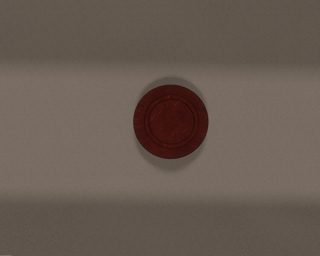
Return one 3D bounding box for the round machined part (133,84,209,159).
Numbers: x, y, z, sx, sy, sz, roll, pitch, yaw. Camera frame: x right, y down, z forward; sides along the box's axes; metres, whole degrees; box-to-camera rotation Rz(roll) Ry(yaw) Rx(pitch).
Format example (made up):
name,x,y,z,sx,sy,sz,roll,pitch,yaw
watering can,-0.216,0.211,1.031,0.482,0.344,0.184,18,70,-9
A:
name,x,y,z,sx,sy,sz,roll,pitch,yaw
round machined part,0.014,-0.008,0.403,0.099,0.042,0.097,0,90,-1
